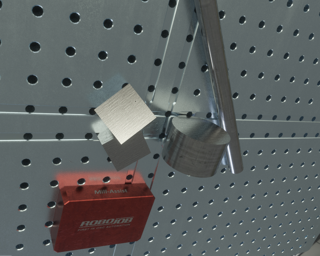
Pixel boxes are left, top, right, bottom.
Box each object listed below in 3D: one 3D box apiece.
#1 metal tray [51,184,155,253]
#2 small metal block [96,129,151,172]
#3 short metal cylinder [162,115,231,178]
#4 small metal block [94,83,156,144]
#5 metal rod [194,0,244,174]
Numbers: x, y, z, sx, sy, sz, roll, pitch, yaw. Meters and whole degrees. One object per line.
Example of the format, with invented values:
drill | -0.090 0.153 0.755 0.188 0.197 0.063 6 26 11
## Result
metal tray | -0.080 0.126 0.444 0.131 0.030 0.089 4 117 -31
small metal block | -0.046 0.021 0.400 0.050 0.025 0.050 -29 129 -10
short metal cylinder | 0.048 0.023 0.418 0.081 0.080 0.050 3 117 -30
small metal block | -0.040 -0.016 0.364 0.050 0.025 0.050 -38 89 -3
metal rod | 0.089 -0.043 0.435 0.025 0.025 0.299 -29 129 -11
